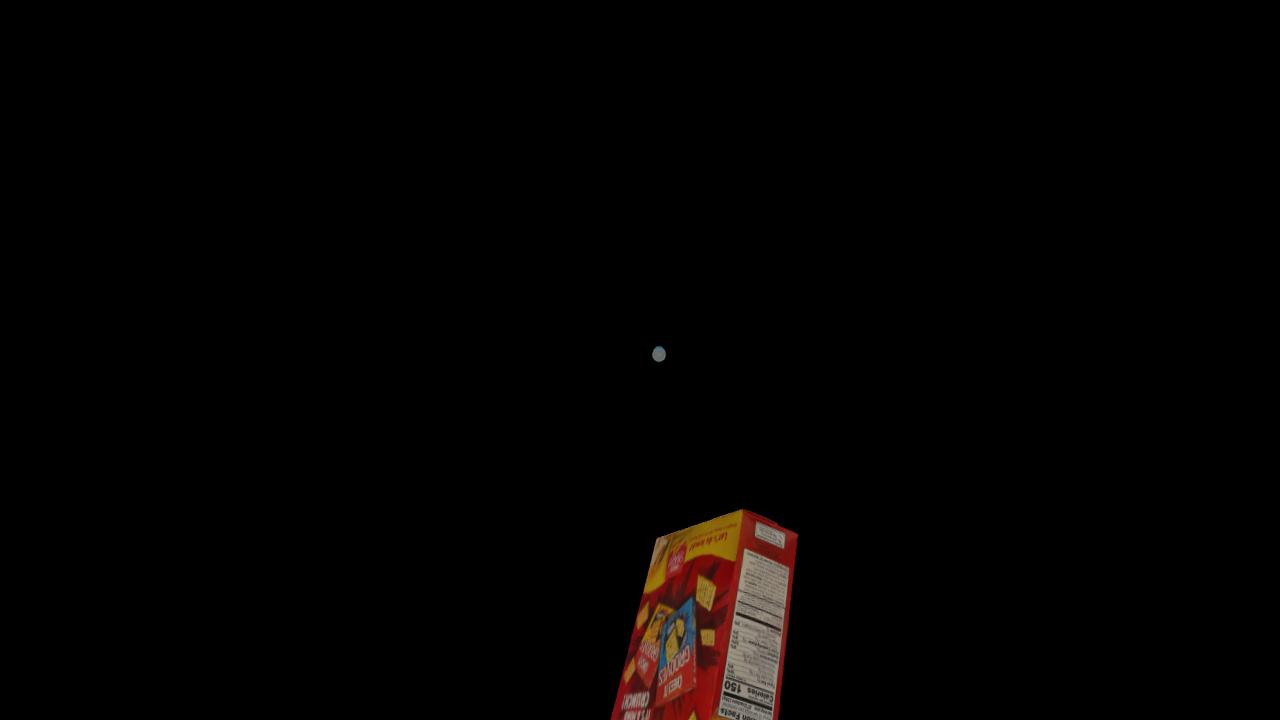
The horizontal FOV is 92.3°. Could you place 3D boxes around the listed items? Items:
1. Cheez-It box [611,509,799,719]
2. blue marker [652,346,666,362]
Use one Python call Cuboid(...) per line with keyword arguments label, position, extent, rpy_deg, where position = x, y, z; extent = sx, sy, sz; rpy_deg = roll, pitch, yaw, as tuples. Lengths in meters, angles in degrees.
Cuboid(label="Cheez-It box", position=(0.051, 0.258, 0.535), extent=(0.071, 0.223, 0.166), rpy_deg=(27, -33, -15))
Cuboid(label="blue marker", position=(0.028, -0.009, 0.899), extent=(0.020, 0.020, 0.121), rpy_deg=(0, 2, 2))
